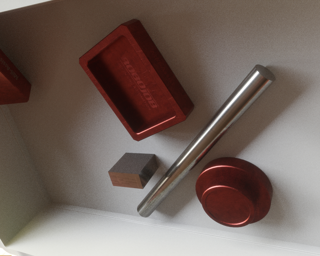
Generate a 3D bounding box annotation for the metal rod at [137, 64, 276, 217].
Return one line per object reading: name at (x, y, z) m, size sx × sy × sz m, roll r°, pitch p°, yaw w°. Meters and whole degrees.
metal rod at (0.041, 0.039, 0.409) m, size 0.025 × 0.025 × 0.298 m, roll 37°, pitch 129°, yaw 3°

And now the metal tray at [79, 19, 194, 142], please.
metal tray at (-0.030, -0.054, 0.385) m, size 0.090 × 0.030 × 0.130 m, roll -25°, pitch 105°, yaw 36°

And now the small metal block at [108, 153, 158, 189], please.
small metal block at (-0.038, 0.061, 0.448) m, size 0.050 × 0.050 × 0.025 m, roll 0°, pitch 119°, yaw 28°

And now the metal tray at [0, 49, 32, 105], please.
metal tray at (-0.251, -0.077, 0.426) m, size 0.091 × 0.030 × 0.130 m, roll -5°, pitch 153°, yaw 5°

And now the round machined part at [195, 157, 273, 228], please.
round machined part at (0.093, 0.090, 0.404) m, size 0.098 × 0.042 × 0.097 m, roll 13°, pitch 124°, yaw 20°
